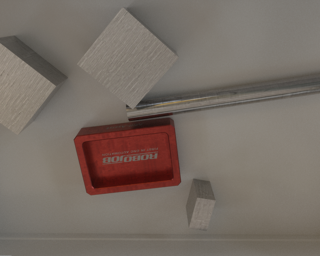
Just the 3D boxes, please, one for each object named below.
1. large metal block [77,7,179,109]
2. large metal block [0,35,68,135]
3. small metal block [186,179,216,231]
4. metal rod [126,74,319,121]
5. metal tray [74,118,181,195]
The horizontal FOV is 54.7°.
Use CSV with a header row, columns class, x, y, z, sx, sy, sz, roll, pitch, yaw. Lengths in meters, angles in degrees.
class,x,y,z,sx,sy,sz,roll,pitch,yaw
large metal block,-0.036,-0.083,0.367,0.080,0.050,0.080,39,105,-14
large metal block,-0.175,-0.053,0.376,0.080,0.050,0.080,39,105,-14
small metal block,0.056,0.108,0.439,0.025,0.050,0.050,10,110,-4
metal rod,0.108,-0.042,0.397,0.302,0.025,0.025,-8,110,2
metal tray,-0.041,0.039,0.422,0.131,0.030,0.089,-7,110,2
